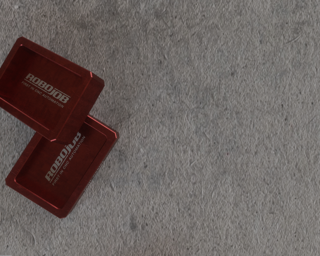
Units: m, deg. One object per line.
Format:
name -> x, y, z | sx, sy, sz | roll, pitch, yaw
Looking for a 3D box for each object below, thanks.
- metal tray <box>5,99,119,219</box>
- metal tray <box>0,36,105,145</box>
metal tray -> -0.125, 0.039, 0.406 | 0.090, 0.030, 0.130 | 33, 90, 0
metal tray -> -0.143, -0.048, 0.381 | 0.130, 0.030, 0.090 | 29, 88, 22
